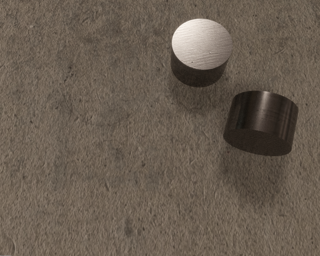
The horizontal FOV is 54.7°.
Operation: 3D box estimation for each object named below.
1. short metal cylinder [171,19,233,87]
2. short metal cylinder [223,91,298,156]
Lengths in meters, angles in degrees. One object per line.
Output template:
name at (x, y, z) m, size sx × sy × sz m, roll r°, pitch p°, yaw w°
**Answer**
short metal cylinder at (0.056, -0.104, 0.434) m, size 0.081 × 0.050 × 0.080 m, roll 0°, pitch 70°, yaw 0°
short metal cylinder at (0.124, -0.004, 0.382) m, size 0.080 × 0.080 × 0.050 m, roll 17°, pitch 71°, yaw 5°
